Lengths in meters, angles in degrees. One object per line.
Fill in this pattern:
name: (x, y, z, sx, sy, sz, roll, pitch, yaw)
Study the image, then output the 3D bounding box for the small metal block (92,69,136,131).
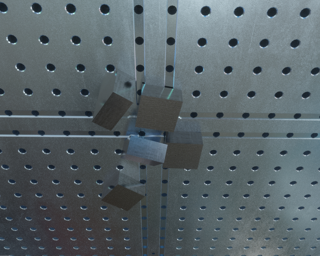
small metal block: (-0.054, -0.034, 0.366, 0.025, 0.050, 0.050, 28, 125, -22)

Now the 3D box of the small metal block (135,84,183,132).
small metal block: (-0.002, -0.024, 0.391, 0.050, 0.025, 0.050, 8, 130, -8)

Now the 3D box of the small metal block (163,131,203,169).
small metal block: (0.031, 0.032, 0.439, 0.050, 0.025, 0.050, 3, 130, -4)

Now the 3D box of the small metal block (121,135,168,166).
small metal block: (-0.023, 0.032, 0.423, 0.050, 0.025, 0.050, 15, 165, -13)

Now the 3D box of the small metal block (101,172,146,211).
small metal block: (-0.059, 0.103, 0.499, 0.050, 0.025, 0.050, 30, 124, -24)
